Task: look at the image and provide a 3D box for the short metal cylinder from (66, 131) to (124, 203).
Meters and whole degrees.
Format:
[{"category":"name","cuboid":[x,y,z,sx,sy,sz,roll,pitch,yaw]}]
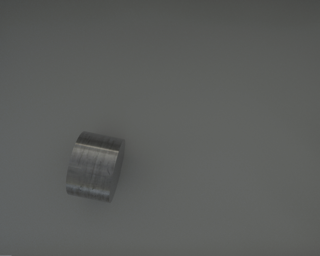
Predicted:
[{"category":"short metal cylinder","cuboid":[-0.077,0.048,0.384,0.050,0.080,0.080,12,90,0]}]
